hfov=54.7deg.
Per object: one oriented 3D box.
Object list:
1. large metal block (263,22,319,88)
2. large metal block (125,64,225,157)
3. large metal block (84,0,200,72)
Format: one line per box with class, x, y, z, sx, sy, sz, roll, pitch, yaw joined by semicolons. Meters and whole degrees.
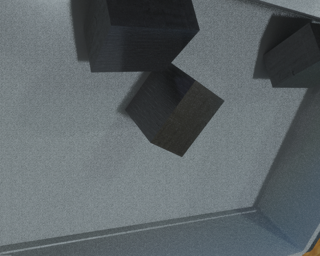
large metal block;0.204;-0.094;0.419;0.081;0.050;0.080;-3;164;-27
large metal block;0.014;-0.026;0.364;0.050;0.080;0.080;28;103;-38
large metal block;-0.022;-0.094;0.295;0.081;0.050;0.080;-6;165;-25
